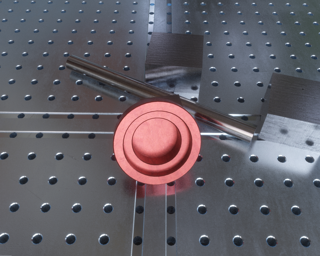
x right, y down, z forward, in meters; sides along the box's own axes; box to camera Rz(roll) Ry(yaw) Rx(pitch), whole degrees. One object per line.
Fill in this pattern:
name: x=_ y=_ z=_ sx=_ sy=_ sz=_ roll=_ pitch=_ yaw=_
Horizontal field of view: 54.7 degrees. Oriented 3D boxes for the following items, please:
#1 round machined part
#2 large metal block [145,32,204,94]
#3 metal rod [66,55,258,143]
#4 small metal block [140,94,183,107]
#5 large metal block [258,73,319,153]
round machined part: x=-0.005 y=0.013 z=0.362 sx=0.099 sy=0.097 sz=0.042 roll=-7 pitch=15 yaw=-6
large metal block: x=0.023 y=-0.101 z=0.476 sx=0.080 sy=0.050 sz=0.080 roll=5 pitch=50 yaw=4
metal rod: x=-0.010 y=-0.048 z=0.447 sx=0.301 sy=0.025 sz=0.025 roll=23 pitch=54 yaw=18
small metal block: x=0.002 y=-0.014 z=0.402 sx=0.050 sy=0.050 sz=0.025 roll=-8 pitch=48 yaw=-7
large metal block: x=0.181 y=-0.022 z=0.411 sx=0.080 sy=0.050 sz=0.080 roll=14 pitch=51 yaw=11
